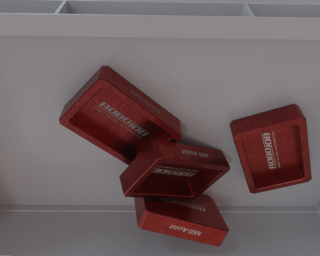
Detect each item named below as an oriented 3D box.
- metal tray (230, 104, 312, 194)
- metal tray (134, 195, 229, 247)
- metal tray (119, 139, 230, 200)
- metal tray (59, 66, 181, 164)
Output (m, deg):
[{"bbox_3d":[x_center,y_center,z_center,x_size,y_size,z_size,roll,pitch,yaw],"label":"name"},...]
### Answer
[{"bbox_3d":[0.158,0.035,0.436,0.090,0.030,0.130,-16,129,13],"label":"metal tray"},{"bbox_3d":[0.029,0.126,0.470,0.131,0.090,0.030,18,107,-15],"label":"metal tray"},{"bbox_3d":[0.022,0.062,0.431,0.131,0.030,0.090,12,132,-36],"label":"metal tray"},{"bbox_3d":[-0.048,-0.007,0.398,0.130,0.030,0.090,36,121,-27],"label":"metal tray"}]
